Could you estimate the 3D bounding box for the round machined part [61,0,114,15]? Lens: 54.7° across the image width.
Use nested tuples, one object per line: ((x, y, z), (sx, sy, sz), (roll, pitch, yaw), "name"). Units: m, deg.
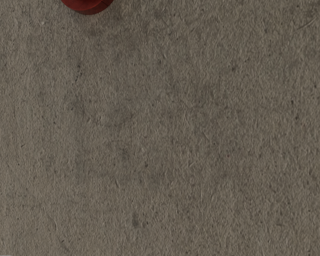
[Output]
((-0.108, -0.216, 0.438), (0.098, 0.042, 0.097), (0, 90, 20), "round machined part")
